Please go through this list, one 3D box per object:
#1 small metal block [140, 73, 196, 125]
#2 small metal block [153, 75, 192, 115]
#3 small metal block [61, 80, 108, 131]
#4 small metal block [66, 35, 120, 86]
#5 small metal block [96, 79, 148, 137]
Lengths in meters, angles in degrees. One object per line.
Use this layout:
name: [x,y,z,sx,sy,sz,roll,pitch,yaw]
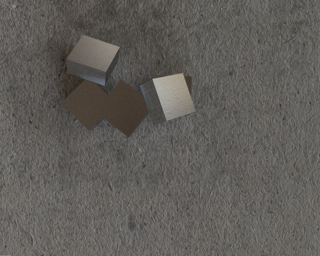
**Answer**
small metal block: [0.010,-0.035,0.374,0.050,0.025,0.050,-19,90,-40]
small metal block: [0.015,-0.043,0.411,0.050,0.025,0.050,2,90,-1]
small metal block: [-0.092,-0.032,0.409,0.050,0.025,0.050,-45,91,0]
small metal block: [-0.085,-0.088,0.398,0.050,0.025,0.050,19,53,-1]
small metal block: [-0.042,-0.024,0.384,0.050,0.025,0.050,38,90,-1]
